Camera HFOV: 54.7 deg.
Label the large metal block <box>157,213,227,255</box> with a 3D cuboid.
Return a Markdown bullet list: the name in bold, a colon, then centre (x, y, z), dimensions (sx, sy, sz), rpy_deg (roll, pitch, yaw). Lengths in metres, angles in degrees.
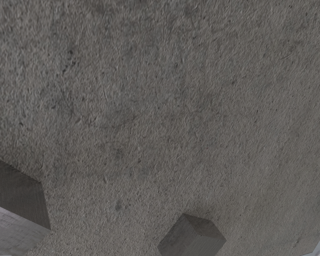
- **large metal block**: centre (0.056, 0.205, 0.548), dimensions (0.080, 0.050, 0.080), rpy_deg (26, 104, -37)

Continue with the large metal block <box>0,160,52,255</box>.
- **large metal block**: centre (-0.170, 0.083, 0.329), dimensions (0.050, 0.080, 0.080), rpy_deg (-42, 129, 1)
